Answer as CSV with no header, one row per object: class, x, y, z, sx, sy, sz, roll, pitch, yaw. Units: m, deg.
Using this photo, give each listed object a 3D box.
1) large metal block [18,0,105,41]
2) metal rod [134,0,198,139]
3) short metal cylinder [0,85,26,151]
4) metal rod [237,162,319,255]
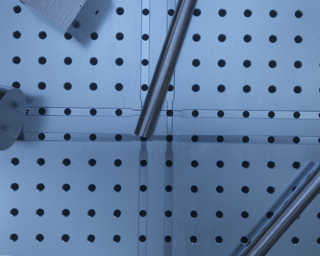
large metal block,-0.124,-0.174,0.400,0.080,0.050,0.080,33,90,0
metal rod,0.024,-0.131,0.413,0.025,0.025,0.299,18,90,0
short metal cylinder,-0.210,-0.016,0.384,0.050,0.080,0.080,13,90,0
metal rod,0.125,0.168,0.414,0.025,0.025,0.300,41,90,0
